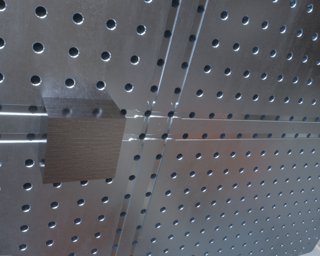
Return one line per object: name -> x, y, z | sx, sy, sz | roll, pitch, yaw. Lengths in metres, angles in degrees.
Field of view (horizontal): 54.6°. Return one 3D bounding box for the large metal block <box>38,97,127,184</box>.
large metal block -> -0.091, 0.013, 0.353 | 0.081, 0.050, 0.079 | 0, 119, -28
